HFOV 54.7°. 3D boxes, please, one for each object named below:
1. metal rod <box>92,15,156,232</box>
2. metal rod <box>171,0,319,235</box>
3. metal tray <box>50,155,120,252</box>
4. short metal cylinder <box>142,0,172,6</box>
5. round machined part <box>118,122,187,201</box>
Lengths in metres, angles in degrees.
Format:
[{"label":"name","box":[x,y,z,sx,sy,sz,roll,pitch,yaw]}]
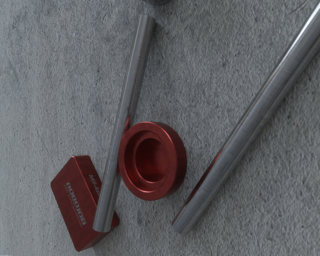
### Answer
[{"label":"metal rod","box":[-0.050,-0.004,0.428,0.025,0.025,0.298,15,94,39]},{"label":"metal rod","box":[0.092,0.002,0.328,0.025,0.025,0.298,43,116,31]},{"label":"metal tray","box":[-0.126,0.121,0.506,0.090,0.030,0.130,-46,63,30]},{"label":"short metal cylinder","box":[-0.012,-0.206,0.398,0.080,0.050,0.080,0,90,40]},{"label":"round machined part","box":[-0.005,0.041,0.398,0.098,0.042,0.097,0,90,40]}]
